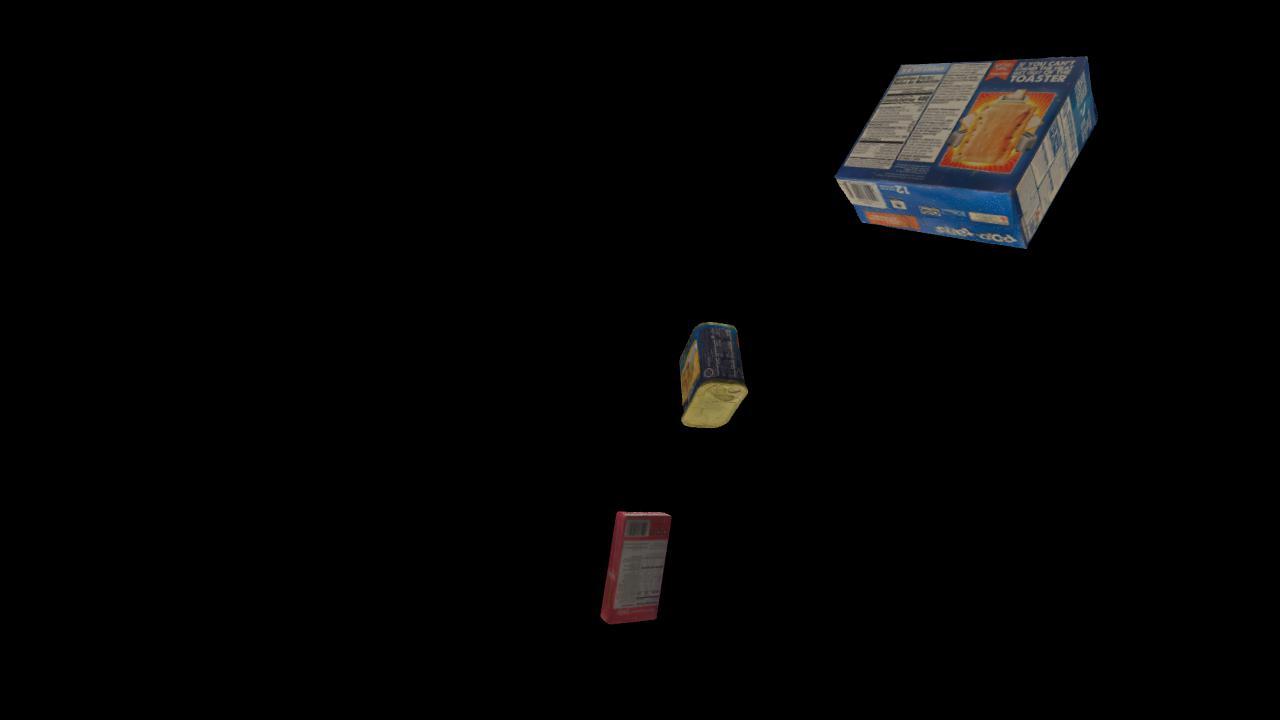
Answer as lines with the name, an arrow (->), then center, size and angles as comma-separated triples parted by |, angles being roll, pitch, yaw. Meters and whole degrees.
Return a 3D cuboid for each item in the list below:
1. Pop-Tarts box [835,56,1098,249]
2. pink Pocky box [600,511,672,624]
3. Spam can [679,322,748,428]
Pop-Tarts box -> 0.301, -0.196, 0.578 | 0.167, 0.141, 0.083 | 25, -8, 46
pink Pocky box -> -0.005, 0.298, 0.889 | 0.084, 0.155, 0.029 | 9, -2, -33
Spam can -> 0.081, 0.018, 0.713 | 0.058, 0.085, 0.101 | 5, -34, -11
